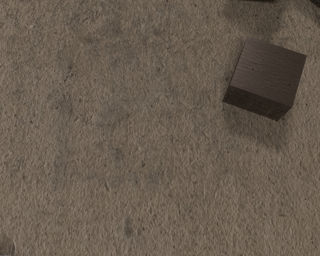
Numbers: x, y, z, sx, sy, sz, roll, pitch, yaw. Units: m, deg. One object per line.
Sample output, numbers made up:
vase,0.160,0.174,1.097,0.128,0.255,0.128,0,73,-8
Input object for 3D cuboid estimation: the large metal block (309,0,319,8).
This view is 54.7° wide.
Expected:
large metal block,0.268,-0.243,0.487,0.080,0.050,0.080,-40,75,-14

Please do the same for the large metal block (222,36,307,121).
large metal block,0.140,-0.066,0.421,0.080,0.050,0.080,21,71,7
